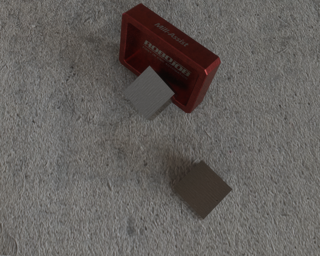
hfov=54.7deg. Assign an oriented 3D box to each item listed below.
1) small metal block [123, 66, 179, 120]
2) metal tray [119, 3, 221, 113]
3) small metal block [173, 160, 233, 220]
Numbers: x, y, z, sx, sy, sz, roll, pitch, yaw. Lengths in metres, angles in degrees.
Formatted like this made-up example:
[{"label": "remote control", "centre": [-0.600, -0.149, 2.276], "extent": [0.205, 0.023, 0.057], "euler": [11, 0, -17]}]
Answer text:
[{"label": "small metal block", "centre": [-0.012, -0.046, 0.412], "extent": [0.050, 0.025, 0.050], "euler": [-43, 79, 13]}, {"label": "metal tray", "centre": [0.006, -0.088, 0.403], "extent": [0.130, 0.090, 0.030], "euler": [38, 60, 12]}, {"label": "small metal block", "centre": [0.051, 0.077, 0.380], "extent": [0.050, 0.025, 0.050], "euler": [-42, 76, -14]}]
